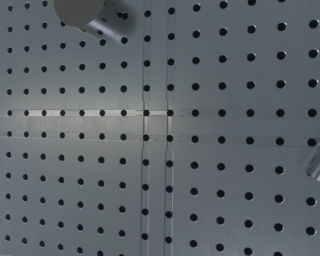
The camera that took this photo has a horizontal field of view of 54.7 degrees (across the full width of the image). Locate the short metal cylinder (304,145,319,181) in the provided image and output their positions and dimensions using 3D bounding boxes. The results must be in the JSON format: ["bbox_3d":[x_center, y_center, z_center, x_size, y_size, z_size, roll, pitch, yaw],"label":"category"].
[{"bbox_3d":[0.197,0.043,0.313,0.080,0.080,0.050,32,101,17],"label":"short metal cylinder"}]

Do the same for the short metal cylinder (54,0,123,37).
[{"bbox_3d":[-0.099,-0.174,0.434,0.080,0.050,0.080,0,90,19],"label":"short metal cylinder"}]
